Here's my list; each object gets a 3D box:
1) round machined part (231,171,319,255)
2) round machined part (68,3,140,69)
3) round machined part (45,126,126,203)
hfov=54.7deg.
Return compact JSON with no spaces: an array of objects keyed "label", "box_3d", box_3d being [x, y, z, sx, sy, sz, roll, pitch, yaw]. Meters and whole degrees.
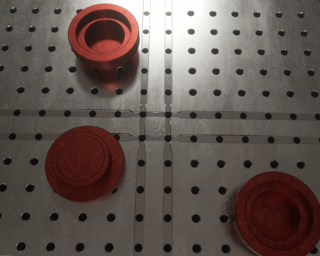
[{"label":"round machined part","box_3d":[0.133,0.104,0.366,0.099,0.042,0.098,0,70,-1]},{"label":"round machined part","box_3d":[-0.078,-0.127,0.448,0.099,0.042,0.098,0,70,-1]},{"label":"round machined part","box_3d":[-0.094,0.042,0.386,0.099,0.042,0.098,0,70,0]}]
